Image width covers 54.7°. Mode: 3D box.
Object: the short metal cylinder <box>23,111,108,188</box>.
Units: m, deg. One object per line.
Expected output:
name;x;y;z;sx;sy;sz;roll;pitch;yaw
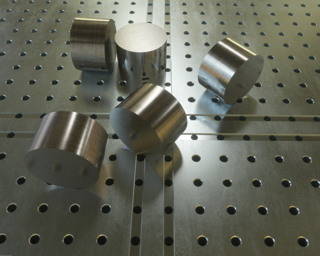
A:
short metal cylinder;-0.103;0.026;0.349;0.080;0.080;0.050;4;50;3

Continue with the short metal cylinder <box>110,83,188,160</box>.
short metal cylinder;-0.014;-0.007;0.378;0.080;0.080;0.050;29;56;22

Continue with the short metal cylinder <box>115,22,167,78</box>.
short metal cylinder;-0.029;-0.125;0.496;0.081;0.050;0.080;0;50;0

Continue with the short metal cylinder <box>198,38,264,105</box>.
short metal cylinder;0.101;-0.080;0.441;0.081;0.080;0.050;-32;58;-24

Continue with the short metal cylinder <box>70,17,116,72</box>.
short metal cylinder;-0.100;-0.128;0.479;0.050;0.080;0.080;5;50;4
